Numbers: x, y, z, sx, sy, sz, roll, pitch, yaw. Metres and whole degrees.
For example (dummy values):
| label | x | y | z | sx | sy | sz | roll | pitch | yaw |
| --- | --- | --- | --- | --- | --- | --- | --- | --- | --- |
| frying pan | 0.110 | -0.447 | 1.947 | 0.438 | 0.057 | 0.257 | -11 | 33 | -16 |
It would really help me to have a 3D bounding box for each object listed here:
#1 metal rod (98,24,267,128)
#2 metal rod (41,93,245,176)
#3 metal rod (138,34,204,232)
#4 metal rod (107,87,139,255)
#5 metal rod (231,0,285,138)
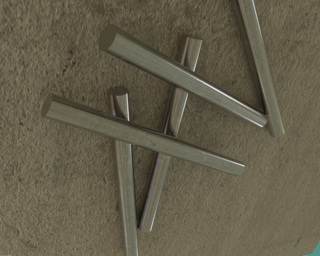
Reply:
| label | x | y | z | sx | sy | sz | roll | pitch | yaw |
| --- | --- | --- | --- | --- | --- | --- | --- | --- | --- |
| metal rod | 0.055 | -0.046 | 0.378 | 0.302 | 0.025 | 0.025 | 18 | 109 | -45 |
| metal rod | 0.005 | 0.020 | 0.387 | 0.302 | 0.025 | 0.025 | 20 | 108 | -36 |
| metal rod | 0.007 | 0.025 | 0.425 | 0.025 | 0.025 | 0.298 | -1 | 119 | -28 |
| metal rod | -0.047 | 0.084 | 0.432 | 0.025 | 0.025 | 0.298 | -14 | 124 | -21 |
| metal rod | 0.134 | -0.092 | 0.422 | 0.025 | 0.025 | 0.299 | -36 | 129 | -5 |
